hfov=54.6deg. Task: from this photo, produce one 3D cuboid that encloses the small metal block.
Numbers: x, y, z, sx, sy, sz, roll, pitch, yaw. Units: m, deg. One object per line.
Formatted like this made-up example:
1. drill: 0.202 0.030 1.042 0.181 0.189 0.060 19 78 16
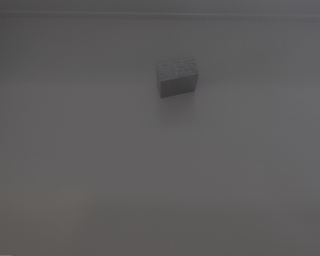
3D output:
1. small metal block: 0.022 -0.067 0.421 0.050 0.050 0.025 -12 71 -4
